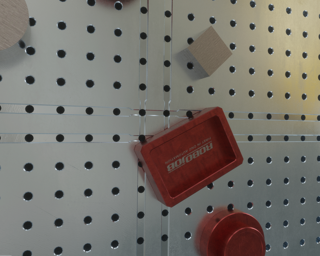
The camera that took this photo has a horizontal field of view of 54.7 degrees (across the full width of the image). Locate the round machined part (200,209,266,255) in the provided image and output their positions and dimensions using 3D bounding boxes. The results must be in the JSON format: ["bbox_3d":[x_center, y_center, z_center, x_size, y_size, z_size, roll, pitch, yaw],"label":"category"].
[{"bbox_3d":[0.112,0.171,0.447,0.099,0.042,0.097,0,90,-21],"label":"round machined part"}]

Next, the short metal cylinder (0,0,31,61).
[{"bbox_3d":[-0.183,-0.116,0.332,0.081,0.050,0.079,0,90,-21],"label":"short metal cylinder"}]

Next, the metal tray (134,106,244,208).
[{"bbox_3d":[0.042,0.037,0.426,0.131,0.030,0.090,-28,99,-18],"label":"metal tray"}]

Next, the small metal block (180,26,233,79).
[{"bbox_3d":[0.065,-0.106,0.438,0.050,0.025,0.050,-45,104,-15],"label":"small metal block"}]
